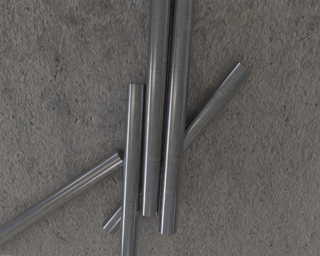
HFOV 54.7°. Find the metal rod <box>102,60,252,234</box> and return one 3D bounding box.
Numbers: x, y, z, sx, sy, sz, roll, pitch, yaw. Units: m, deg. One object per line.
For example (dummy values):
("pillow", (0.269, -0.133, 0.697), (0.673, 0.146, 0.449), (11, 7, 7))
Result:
("metal rod", (0.014, 0.037, 0.423), (0.025, 0.025, 0.299), (35, 106, -12))

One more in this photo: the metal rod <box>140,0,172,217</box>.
("metal rod", (-0.006, -0.031, 0.382), (0.025, 0.025, 0.298), (3, 104, -1))

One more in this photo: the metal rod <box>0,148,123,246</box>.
("metal rod", (-0.174, 0.119, 0.452), (0.300, 0.025, 0.025), (-33, 107, 11))

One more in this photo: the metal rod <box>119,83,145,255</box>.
("metal rod", (-0.039, 0.090, 0.417), (0.025, 0.025, 0.298), (4, 102, -2))

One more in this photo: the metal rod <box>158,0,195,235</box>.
("metal rod", (0.019, -0.008, 0.385), (0.025, 0.025, 0.298), (3, 102, -1))
